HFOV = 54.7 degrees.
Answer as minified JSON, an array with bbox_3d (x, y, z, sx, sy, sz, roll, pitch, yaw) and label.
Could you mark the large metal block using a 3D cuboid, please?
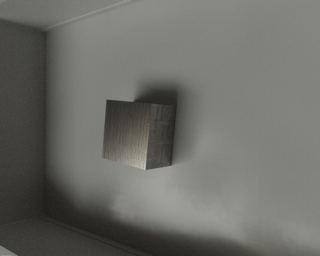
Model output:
[{"bbox_3d":[-0.028,0.006,0.412,0.080,0.050,0.079,9,96,39],"label":"large metal block"}]
